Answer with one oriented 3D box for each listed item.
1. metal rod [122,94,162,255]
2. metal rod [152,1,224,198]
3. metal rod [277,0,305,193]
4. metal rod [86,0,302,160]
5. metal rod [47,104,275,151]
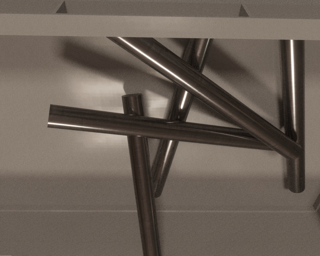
[{"bbox_3d":[-0.018,0.104,0.412,0.025,0.025,0.298,-5,103,4],"label":"metal rod"},{"bbox_3d":[0.021,-0.010,0.401,0.025,0.025,0.298,9,130,-8],"label":"metal rod"},{"bbox_3d":[0.173,-0.015,0.398,0.025,0.025,0.299,-14,129,11],"label":"metal rod"},{"bbox_3d":[0.058,-0.037,0.344,0.301,0.025,0.025,30,124,-25],"label":"metal rod"},{"bbox_3d":[0.024,0.004,0.378,0.302,0.025,0.025,7,131,-20],"label":"metal rod"}]
